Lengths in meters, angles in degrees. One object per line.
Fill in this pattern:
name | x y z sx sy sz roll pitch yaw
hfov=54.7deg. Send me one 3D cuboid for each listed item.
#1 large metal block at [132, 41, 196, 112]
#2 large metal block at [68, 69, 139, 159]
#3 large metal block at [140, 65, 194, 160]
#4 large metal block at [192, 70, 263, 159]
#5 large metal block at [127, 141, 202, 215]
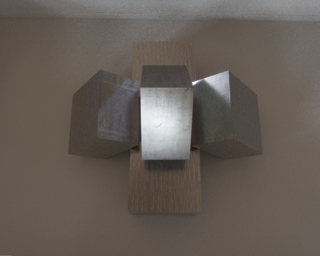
large metal block | 0.005 -0.068 0.417 0.081 0.050 0.080 -1 70 -1
large metal block | -0.069 -0.012 0.375 0.050 0.080 0.080 13 66 -35
large metal block | 0.006 -0.020 0.344 0.050 0.079 0.080 0 26 -1
large metal block | 0.081 -0.011 0.376 0.050 0.080 0.080 -14 66 36
large metal block | 0.006 0.062 0.372 0.080 0.050 0.080 1 70 0
